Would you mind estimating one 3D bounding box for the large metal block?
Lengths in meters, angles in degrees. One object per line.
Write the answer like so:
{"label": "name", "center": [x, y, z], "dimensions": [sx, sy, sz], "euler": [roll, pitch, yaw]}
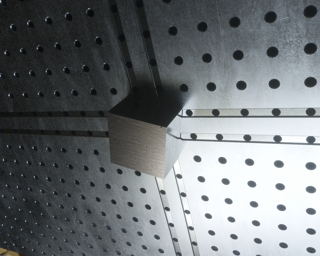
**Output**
{"label": "large metal block", "center": [-0.020, 0.012, 0.411], "dimensions": [0.080, 0.050, 0.079], "euler": [15, 124, 19]}
